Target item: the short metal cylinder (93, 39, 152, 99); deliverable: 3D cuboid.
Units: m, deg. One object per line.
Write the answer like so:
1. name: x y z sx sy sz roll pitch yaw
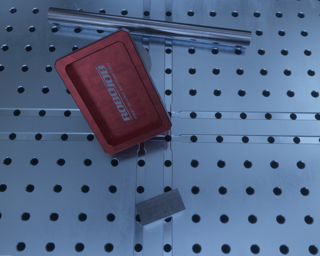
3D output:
1. short metal cylinder: -0.051 -0.074 0.425 0.081 0.050 0.080 0 70 0

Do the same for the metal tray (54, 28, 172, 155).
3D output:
1. metal tray: -0.052 -0.041 0.372 0.090 0.030 0.129 -24 112 6

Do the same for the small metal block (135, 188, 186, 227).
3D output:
1. small metal block: 0.000 0.095 0.364 0.050 0.050 0.025 -20 72 -7

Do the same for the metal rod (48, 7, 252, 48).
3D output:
1. metal rod: -0.017 -0.151 0.466 0.302 0.025 0.025 8 70 2
